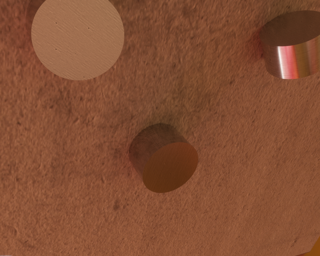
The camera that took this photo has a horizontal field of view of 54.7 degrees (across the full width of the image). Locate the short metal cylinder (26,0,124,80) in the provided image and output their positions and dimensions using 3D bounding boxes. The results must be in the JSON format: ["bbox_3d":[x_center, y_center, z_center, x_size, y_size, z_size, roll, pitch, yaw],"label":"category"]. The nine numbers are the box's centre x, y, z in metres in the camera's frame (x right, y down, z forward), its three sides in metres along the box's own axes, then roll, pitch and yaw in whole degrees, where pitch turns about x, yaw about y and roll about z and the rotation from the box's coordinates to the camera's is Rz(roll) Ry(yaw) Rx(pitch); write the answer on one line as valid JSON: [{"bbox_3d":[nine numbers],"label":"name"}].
[{"bbox_3d":[-0.080,-0.091,0.291,0.081,0.050,0.079,-14,125,-21],"label":"short metal cylinder"}]

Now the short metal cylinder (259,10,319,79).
[{"bbox_3d":[0.175,-0.109,0.402,0.080,0.080,0.050,-34,129,-7],"label":"short metal cylinder"}]

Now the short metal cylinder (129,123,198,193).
[{"bbox_3d":[0.004,0.041,0.420,0.081,0.050,0.079,-14,125,-21],"label":"short metal cylinder"}]
